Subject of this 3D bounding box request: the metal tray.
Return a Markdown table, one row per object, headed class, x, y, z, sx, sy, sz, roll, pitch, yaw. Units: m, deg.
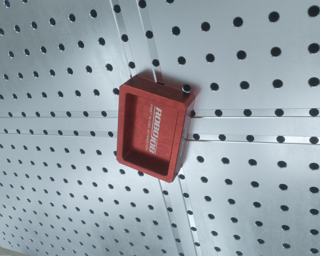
| class | x | y | z | sx | sy | sz | roll | pitch | yaw |
| --- | --- | --- | --- | --- | --- | --- | --- | --- | --- |
| metal tray | -0.010 | 0.005 | 0.417 | 0.090 | 0.030 | 0.129 | 19 | 126 | 16 |
